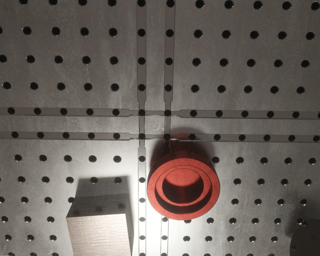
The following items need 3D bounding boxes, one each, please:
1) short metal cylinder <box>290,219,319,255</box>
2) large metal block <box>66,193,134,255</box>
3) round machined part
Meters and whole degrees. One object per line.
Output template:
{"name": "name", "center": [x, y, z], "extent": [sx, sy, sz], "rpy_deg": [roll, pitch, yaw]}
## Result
{"name": "short metal cylinder", "center": [0.240, 0.182, 0.455], "extent": [0.050, 0.080, 0.080], "rpy_deg": [26, 108, -10]}
{"name": "large metal block", "center": [-0.084, 0.146, 0.453], "extent": [0.081, 0.050, 0.079], "rpy_deg": [-4, 110, 1]}
{"name": "round machined part", "center": [0.031, 0.076, 0.433], "extent": [0.099, 0.042, 0.097], "rpy_deg": [0, 110, -1]}
